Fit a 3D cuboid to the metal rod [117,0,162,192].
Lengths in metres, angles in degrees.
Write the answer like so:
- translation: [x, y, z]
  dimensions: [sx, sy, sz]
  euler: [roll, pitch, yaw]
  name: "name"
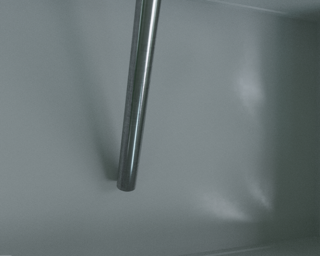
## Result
- translation: [-0.022, -0.061, 0.336]
  dimensions: [0.025, 0.025, 0.298]
  euler: [0, 116, -20]
  name: "metal rod"
